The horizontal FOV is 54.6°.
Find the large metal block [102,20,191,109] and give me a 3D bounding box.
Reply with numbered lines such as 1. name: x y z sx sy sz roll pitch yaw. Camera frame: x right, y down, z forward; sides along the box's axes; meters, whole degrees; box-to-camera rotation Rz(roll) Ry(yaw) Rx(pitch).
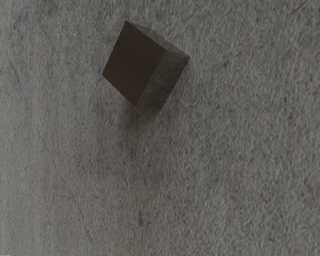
1. large metal block: -0.021 -0.081 0.407 0.080 0.050 0.080 44 116 31
